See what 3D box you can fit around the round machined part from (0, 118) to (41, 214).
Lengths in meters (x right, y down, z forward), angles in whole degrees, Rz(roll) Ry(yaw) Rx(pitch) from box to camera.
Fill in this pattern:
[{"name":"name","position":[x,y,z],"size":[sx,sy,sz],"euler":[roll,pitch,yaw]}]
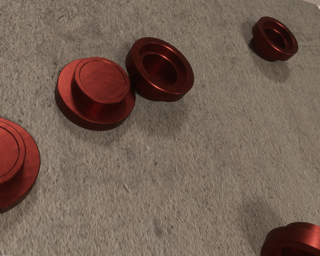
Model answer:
[{"name":"round machined part","position":[-0.163,0.030,0.287],"size":[0.099,0.042,0.098],"euler":[14,56,-21]}]

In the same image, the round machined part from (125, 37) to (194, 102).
[{"name":"round machined part","position":[-0.004,-0.076,0.435],"size":[0.099,0.042,0.098],"euler":[18,51,-24]}]

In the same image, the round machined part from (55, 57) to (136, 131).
[{"name":"round machined part","position":[-0.076,-0.048,0.383],"size":[0.099,0.042,0.098],"euler":[14,56,-21]}]

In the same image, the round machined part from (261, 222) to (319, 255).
[{"name":"round machined part","position":[0.174,0.149,0.362],"size":[0.098,0.097,0.042],"euler":[43,51,1]}]

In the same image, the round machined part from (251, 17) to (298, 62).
[{"name":"round machined part","position":[0.224,-0.173,0.622],"size":[0.099,0.042,0.098],"euler":[14,56,-21]}]
